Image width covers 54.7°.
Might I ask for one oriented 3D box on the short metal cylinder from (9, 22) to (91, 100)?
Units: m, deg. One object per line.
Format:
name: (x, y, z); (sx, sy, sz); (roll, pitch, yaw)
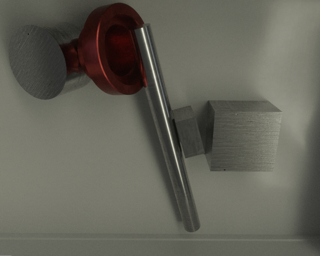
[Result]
short metal cylinder: (-0.122, -0.077, 0.352); (0.080, 0.050, 0.079); (10, 114, 23)

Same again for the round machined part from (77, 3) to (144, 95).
round machined part: (-0.053, -0.086, 0.348); (0.042, 0.099, 0.097); (2, 113, 31)

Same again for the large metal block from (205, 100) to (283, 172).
large metal block: (0.105, 0.009, 0.403); (0.081, 0.050, 0.079); (0, 110, -1)

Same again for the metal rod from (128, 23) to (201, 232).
metal rod: (0.013, 0.020, 0.399); (0.025, 0.025, 0.298); (-13, 117, 4)

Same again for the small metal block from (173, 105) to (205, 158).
small metal block: (0.036, 0.004, 0.400); (0.025, 0.050, 0.050); (-15, 110, 4)
